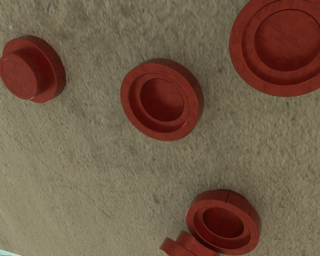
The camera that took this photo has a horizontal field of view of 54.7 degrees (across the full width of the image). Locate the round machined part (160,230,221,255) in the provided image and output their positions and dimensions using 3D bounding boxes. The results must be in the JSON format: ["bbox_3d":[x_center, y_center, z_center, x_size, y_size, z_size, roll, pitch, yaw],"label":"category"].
[{"bbox_3d":[0.051,0.192,0.467,0.098,0.042,0.098,31,162,12],"label":"round machined part"}]

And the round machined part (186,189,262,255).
[{"bbox_3d":[0.089,0.123,0.424,0.098,0.042,0.097,13,124,20],"label":"round machined part"}]

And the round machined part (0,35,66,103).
[{"bbox_3d":[-0.189,-0.079,0.444,0.098,0.042,0.097,13,124,20],"label":"round machined part"}]

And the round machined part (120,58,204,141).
[{"bbox_3d":[0.006,-0.036,0.369,0.098,0.042,0.097,13,124,20],"label":"round machined part"}]

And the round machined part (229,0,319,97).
[{"bbox_3d":[0.117,-0.081,0.283,0.098,0.042,0.097,13,124,20],"label":"round machined part"}]
